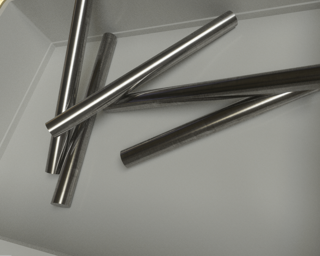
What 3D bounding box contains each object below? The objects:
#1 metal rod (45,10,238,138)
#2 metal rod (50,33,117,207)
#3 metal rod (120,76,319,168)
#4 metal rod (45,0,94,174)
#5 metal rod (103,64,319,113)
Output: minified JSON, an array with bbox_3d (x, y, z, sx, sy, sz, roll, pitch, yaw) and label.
[{"bbox_3d":[-0.021,-0.077,0.433,0.301,0.025,0.025,-33,51,-6],"label":"metal rod"},{"bbox_3d":[-0.110,-0.029,0.478,0.025,0.025,0.299,-5,59,25],"label":"metal rod"},{"bbox_3d":[0.089,-0.017,0.368,0.301,0.025,0.025,-23,53,13],"label":"metal rod"},{"bbox_3d":[-0.126,-0.083,0.444,0.025,0.025,0.298,11,91,32],"label":"metal rod"},{"bbox_3d":[0.045,-0.044,0.387,0.300,0.025,0.025,-4,60,33],"label":"metal rod"}]
